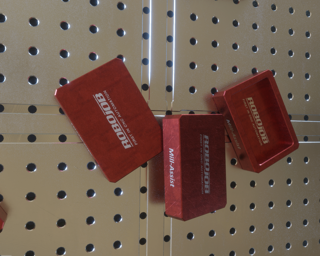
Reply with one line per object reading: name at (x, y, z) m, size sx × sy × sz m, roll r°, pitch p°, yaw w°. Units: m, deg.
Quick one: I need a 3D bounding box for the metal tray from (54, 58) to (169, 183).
metal tray at (-0.058, -0.009, 0.388) m, size 0.090 × 0.030 × 0.130 m, roll -33°, pitch 101°, yaw -17°

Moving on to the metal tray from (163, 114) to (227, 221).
metal tray at (0.048, 0.047, 0.410) m, size 0.091 × 0.030 × 0.129 m, roll -3°, pitch 91°, yaw -42°

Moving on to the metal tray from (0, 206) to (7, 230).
metal tray at (-0.239, 0.076, 0.321) m, size 0.090 × 0.030 × 0.130 m, roll -35°, pitch 102°, yaw -17°

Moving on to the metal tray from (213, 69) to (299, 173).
metal tray at (0.145, -0.010, 0.462) m, size 0.091 × 0.030 × 0.130 m, roll -27°, pitch 99°, yaw -18°
